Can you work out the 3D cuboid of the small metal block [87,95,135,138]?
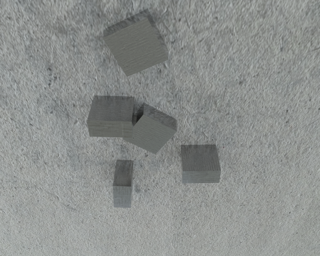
[{"bbox_3d":[-0.058,-0.015,0.378,0.050,0.050,0.025,2,130,-2],"label":"small metal block"}]

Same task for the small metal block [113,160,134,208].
[{"bbox_3d":[-0.054,0.083,0.461,0.025,0.050,0.050,3,130,-3],"label":"small metal block"}]

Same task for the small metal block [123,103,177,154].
[{"bbox_3d":[-0.013,0.002,0.408,0.050,0.025,0.050,27,125,-21],"label":"small metal block"}]

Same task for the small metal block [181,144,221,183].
[{"bbox_3d":[0.055,0.050,0.434,0.050,0.050,0.025,-1,130,1],"label":"small metal block"}]

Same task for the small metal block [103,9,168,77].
[{"bbox_3d":[-0.024,-0.090,0.330,0.050,0.025,0.050,-20,128,16],"label":"small metal block"}]
